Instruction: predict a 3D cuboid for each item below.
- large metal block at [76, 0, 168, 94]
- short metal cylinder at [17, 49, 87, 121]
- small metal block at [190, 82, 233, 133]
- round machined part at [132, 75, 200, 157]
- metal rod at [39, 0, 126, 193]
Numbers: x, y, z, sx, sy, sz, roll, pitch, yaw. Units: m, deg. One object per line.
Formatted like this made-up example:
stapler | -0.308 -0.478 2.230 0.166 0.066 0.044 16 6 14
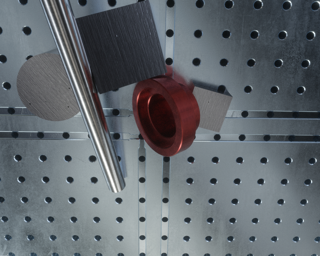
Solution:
large metal block | -0.046 -0.092 0.353 0.081 0.050 0.080 -21 110 -14
short metal cylinder | -0.124 -0.054 0.378 0.081 0.050 0.079 0 110 0
small metal block | 0.060 -0.027 0.404 0.050 0.025 0.050 15 109 -6
round machined part | 0.011 -0.018 0.379 0.042 0.098 0.097 -22 114 -32
metal rod | -0.080 -0.029 0.348 0.025 0.025 0.298 -7 130 2
